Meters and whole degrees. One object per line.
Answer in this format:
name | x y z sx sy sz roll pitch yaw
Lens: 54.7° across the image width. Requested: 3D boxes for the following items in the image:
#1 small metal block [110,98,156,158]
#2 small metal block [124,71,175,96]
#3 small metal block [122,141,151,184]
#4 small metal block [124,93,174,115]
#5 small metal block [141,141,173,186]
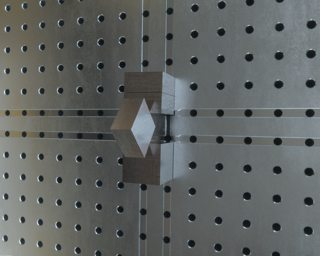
small metal block | -0.030 0.000 0.365 0.025 0.050 0.050 1 48 20
small metal block | -0.012 -0.056 0.402 0.050 0.050 0.025 2 91 19
small metal block | -0.026 0.043 0.407 0.025 0.050 0.050 2 91 20
small metal block | -0.013 -0.031 0.402 0.050 0.050 0.025 2 91 19
small metal block | -0.003 0.044 0.398 0.025 0.050 0.050 2 91 20
